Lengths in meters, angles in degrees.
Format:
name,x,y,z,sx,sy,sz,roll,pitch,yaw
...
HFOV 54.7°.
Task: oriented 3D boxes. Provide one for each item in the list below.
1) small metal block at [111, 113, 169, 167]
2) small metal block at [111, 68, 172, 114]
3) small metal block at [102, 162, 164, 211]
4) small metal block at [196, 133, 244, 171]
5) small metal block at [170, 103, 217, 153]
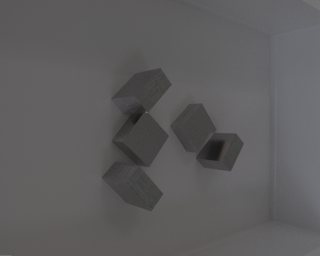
name,x,y,z,sx,sy,sz,roll,pitch,yaw
small metal block,-0.023,0.013,0.387,0.050,0.025,0.050,48,62,-29
small metal block,-0.022,-0.043,0.371,0.050,0.050,0.025,-52,121,-27
small metal block,-0.032,0.068,0.363,0.025,0.050,0.050,-52,121,-27
small metal block,0.090,0.035,0.466,0.025,0.050,0.050,47,62,-30
small metal block,0.049,0.000,0.448,0.050,0.025,0.050,-48,119,-29
